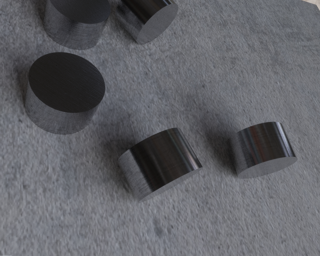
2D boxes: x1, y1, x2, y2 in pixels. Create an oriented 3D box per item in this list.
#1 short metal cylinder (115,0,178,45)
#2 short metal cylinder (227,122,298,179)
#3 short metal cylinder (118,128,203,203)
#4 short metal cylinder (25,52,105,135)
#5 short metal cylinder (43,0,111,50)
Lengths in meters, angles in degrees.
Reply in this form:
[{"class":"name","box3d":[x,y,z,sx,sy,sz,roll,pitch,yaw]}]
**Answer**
[{"class":"short metal cylinder","box3d":[-0.019,-0.173,0.465,0.050,0.080,0.081,49,51,6]},{"class":"short metal cylinder","box3d":[0.138,0.032,0.426,0.081,0.080,0.050,1,62,-28]},{"class":"short metal cylinder","box3d":[0.000,0.042,0.345,0.081,0.080,0.050,-19,72,-35]},{"class":"short metal cylinder","box3d":[-0.109,-0.039,0.354,0.081,0.050,0.080,14,56,-21]},{"class":"short metal cylinder","box3d":[-0.114,-0.154,0.421,0.081,0.050,0.080,14,56,-21]}]
